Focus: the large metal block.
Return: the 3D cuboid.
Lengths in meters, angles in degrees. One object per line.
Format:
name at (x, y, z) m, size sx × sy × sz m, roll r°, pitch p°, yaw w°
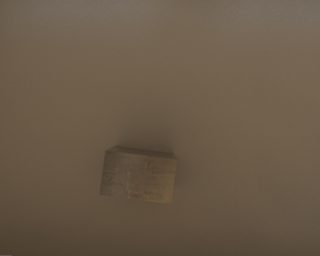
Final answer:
large metal block at (-0.024, 0.054, 0.384) m, size 0.081 × 0.080 × 0.050 m, roll 8°, pitch 90°, yaw -1°
